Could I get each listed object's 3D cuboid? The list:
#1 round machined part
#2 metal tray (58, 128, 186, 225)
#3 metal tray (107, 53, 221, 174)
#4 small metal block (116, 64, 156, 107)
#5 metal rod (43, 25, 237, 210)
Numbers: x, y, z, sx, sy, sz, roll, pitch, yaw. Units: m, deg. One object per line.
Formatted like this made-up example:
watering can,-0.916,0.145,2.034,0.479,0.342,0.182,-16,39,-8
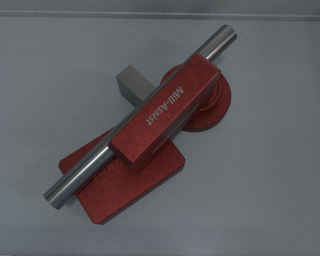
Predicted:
round machined part,0.047,-0.047,0.416,0.099,0.042,0.098,0,70,-1
metal tray,-0.046,0.047,0.388,0.131,0.030,0.090,-33,74,-12
metal tray,0.007,-0.011,0.337,0.030,0.090,0.130,42,82,11
small metal block,-0.029,-0.049,0.412,0.025,0.050,0.050,-43,76,-14
metal rod,-0.016,-0.020,0.374,0.025,0.025,0.301,43,79,13
